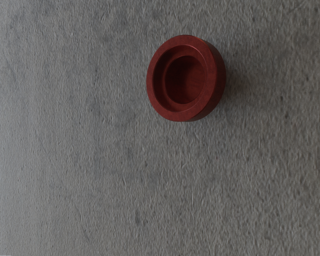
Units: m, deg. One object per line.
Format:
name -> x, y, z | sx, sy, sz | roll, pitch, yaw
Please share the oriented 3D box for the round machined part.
round machined part -> 0.034, -0.056, 0.364 | 0.098, 0.042, 0.097 | 0, 90, 39
